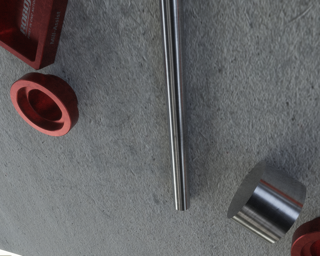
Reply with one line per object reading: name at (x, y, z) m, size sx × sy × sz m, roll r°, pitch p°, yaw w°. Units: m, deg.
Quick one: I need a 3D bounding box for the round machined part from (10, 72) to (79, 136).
round machined part at (-0.160, -0.038, 0.447) m, size 0.098 × 0.042 × 0.097 m, roll 14°, pitch 134°, yaw 16°

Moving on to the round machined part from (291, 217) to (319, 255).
round machined part at (0.213, 0.145, 0.374) m, size 0.098 × 0.042 × 0.097 m, roll 13°, pitch 124°, yaw 20°

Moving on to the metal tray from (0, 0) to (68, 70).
metal tray at (-0.170, -0.151, 0.397) m, size 0.090 × 0.030 × 0.129 m, roll 34°, pitch 129°, yaw 5°

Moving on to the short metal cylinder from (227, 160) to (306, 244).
short metal cylinder at (0.121, 0.084, 0.359) m, size 0.050 × 0.080 × 0.079 m, roll 32°, pitch 128°, yaw 7°

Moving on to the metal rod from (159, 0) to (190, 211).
metal rod at (0.021, -0.015, 0.384) m, size 0.025 × 0.025 × 0.298 m, roll 9°, pitch 123°, yaw 23°
